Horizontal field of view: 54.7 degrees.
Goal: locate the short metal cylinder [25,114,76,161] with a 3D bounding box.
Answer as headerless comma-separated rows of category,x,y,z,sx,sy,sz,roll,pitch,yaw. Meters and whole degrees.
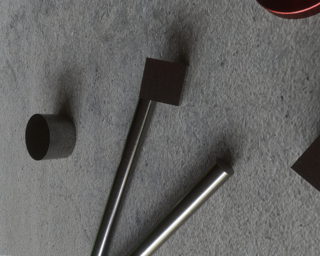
short metal cylinder,-0.192,0.015,0.544,0.080,0.050,0.079,0,90,39

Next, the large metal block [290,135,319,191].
large metal block,0.171,0.027,0.247,0.080,0.050,0.080,46,117,30

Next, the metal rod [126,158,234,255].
metal rod,-0.009,0.149,0.410,0.025,0.025,0.298,52,120,27

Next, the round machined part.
round machined part,0.128,-0.156,0.287,0.098,0.042,0.097,0,90,39

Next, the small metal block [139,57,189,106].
small metal block,0.005,-0.057,0.385,0.050,0.025,0.050,13,99,9

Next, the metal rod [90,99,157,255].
metal rod,-0.061,0.096,0.453,0.025,0.025,0.298,29,108,36
